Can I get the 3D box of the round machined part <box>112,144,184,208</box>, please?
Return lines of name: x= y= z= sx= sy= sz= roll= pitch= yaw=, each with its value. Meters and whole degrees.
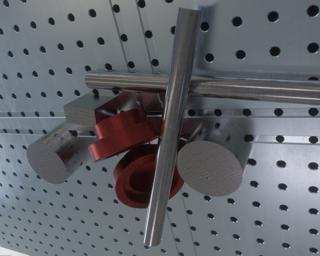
round machined part: x=-0.017 y=0.061 z=0.425 sx=0.099 sy=0.042 sz=0.097 roll=-11 pitch=127 yaw=-15

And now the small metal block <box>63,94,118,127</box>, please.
small metal block: x=-0.095 y=-0.025 z=0.428 sx=0.050 sy=0.050 sz=0.025 roll=9 pitch=118 yaw=24

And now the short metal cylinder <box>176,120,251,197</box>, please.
short metal cylinder: x=0.067 y=0.037 z=0.383 sx=0.080 sy=0.050 sz=0.079 roll=13 pitch=124 yaw=21

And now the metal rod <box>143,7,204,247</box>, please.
metal rod: x=0.010 y=0.017 z=0.366 sx=0.025 sy=0.025 sz=0.298 roll=17 pitch=114 yaw=18

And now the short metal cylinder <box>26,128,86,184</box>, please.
short metal cylinder: x=-0.171 y=0.046 z=0.514 sx=0.080 sy=0.050 sz=0.079 roll=13 pitch=124 yaw=21

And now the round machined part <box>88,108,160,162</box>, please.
round machined part: x=-0.046 y=0.006 z=0.396 sx=0.098 sy=0.099 sz=0.042 roll=-25 pitch=85 yaw=37

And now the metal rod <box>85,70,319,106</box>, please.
metal rod: x=0.043 y=-0.049 z=0.358 sx=0.301 sy=0.025 sz=0.025 roll=7 pitch=122 yaw=24
